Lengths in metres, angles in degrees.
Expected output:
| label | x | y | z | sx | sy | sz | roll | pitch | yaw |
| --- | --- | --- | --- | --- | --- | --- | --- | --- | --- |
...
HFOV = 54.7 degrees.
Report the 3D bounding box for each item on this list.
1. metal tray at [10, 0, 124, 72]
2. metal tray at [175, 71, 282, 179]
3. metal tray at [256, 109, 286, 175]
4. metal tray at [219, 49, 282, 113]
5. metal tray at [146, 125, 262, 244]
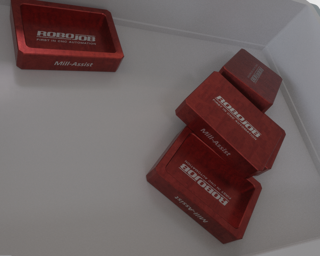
| label | x | y | z | sx | sy | sz | roll | pitch | yaw |
| --- | --- | --- | --- | --- | --- | --- | --- | --- | --- |
| metal tray | -0.122 | -0.121 | 0.410 | 0.131 | 0.030 | 0.090 | -4 | 64 | -30 |
| metal tray | 0.095 | -0.007 | 0.418 | 0.130 | 0.030 | 0.090 | 44 | 51 | 2 |
| metal tray | 0.121 | -0.002 | 0.468 | 0.130 | 0.030 | 0.090 | 41 | 51 | 0 |
| metal tray | 0.146 | -0.078 | 0.503 | 0.090 | 0.030 | 0.131 | 39 | 37 | 5 |
| metal tray | 0.059 | 0.069 | 0.391 | 0.130 | 0.030 | 0.090 | 40 | 51 | -1 |
